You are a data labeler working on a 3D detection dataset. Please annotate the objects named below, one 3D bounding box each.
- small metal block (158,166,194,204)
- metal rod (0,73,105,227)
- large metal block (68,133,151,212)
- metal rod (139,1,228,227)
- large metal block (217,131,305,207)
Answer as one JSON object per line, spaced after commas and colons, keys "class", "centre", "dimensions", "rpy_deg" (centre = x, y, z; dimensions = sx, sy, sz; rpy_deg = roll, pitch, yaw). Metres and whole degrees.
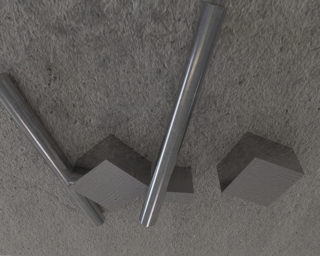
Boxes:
{"class": "small metal block", "centre": [0.022, 0.084, 0.462], "dimensions": [0.050, 0.050, 0.025], "rpy_deg": [5, 130, -4]}
{"class": "metal rod", "centre": [-0.148, 0.053, 0.450], "dimensions": [0.025, 0.025, 0.299], "rpy_deg": [-12, 129, 10]}
{"class": "large metal block", "centre": [-0.070, 0.066, 0.447], "dimensions": [0.080, 0.050, 0.080], "rpy_deg": [-36, 122, 26]}
{"class": "metal rod", "centre": [0.019, 0.005, 0.374], "dimensions": [0.025, 0.025, 0.298], "rpy_deg": [11, 118, -10]}
{"class": "large metal block", "centre": [0.140, 0.061, 0.444], "dimensions": [0.080, 0.050, 0.079], "rpy_deg": [19, 128, -16]}
